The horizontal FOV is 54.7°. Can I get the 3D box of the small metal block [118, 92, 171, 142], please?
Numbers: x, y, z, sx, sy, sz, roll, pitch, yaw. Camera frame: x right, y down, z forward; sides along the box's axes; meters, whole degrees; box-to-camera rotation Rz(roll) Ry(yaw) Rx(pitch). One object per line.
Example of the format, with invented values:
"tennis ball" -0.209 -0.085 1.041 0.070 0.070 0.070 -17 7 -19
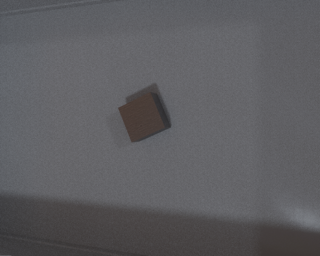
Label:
"small metal block" -0.021 -0.014 0.413 0.050 0.025 0.050 -24 82 18
